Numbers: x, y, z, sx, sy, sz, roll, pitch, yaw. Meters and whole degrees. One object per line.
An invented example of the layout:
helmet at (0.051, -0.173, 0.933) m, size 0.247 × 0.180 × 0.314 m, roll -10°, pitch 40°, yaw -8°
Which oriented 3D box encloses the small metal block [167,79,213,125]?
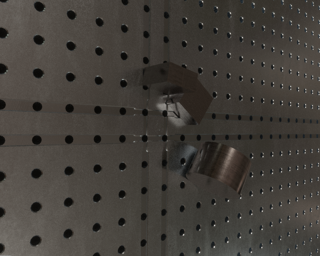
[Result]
small metal block at (0.045, -0.039, 0.449) m, size 0.050 × 0.025 × 0.050 m, roll 46°, pitch 63°, yaw -31°

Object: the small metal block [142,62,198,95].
small metal block at (0.013, -0.063, 0.406) m, size 0.050 × 0.050 × 0.025 m, roll 13°, pitch 82°, yaw -40°

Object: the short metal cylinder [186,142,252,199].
short metal cylinder at (0.084, 0.062, 0.447) m, size 0.080 × 0.080 × 0.050 m, roll 41°, pitch 65°, yaw -33°
